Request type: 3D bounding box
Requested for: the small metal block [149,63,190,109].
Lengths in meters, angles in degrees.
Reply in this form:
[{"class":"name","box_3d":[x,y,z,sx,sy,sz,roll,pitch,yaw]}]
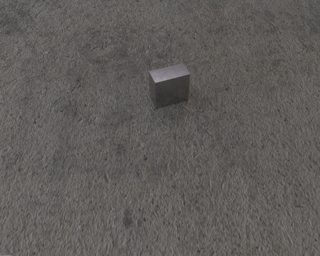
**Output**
[{"class":"small metal block","box_3d":[0.013,-0.059,0.437,0.050,0.050,0.025,-16,52,-13]}]
